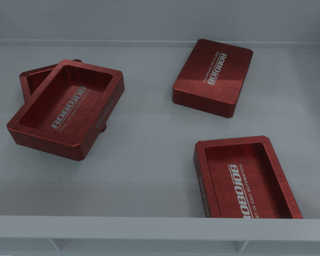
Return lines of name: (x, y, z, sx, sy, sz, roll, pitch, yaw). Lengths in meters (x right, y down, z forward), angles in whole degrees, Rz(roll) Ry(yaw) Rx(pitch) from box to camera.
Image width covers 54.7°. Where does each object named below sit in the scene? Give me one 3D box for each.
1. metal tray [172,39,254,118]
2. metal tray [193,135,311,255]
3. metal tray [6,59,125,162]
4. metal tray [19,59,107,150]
metal tray: (0.082, -0.080, 0.469, 0.090, 0.030, 0.130, 17, 52, 14)
metal tray: (0.093, 0.071, 0.342, 0.091, 0.030, 0.130, -5, 50, -4)
metal tray: (-0.110, -0.028, 0.384, 0.090, 0.030, 0.130, 14, 51, 11)
metal tray: (-0.137, -0.038, 0.432, 0.091, 0.030, 0.130, -18, 52, -15)
